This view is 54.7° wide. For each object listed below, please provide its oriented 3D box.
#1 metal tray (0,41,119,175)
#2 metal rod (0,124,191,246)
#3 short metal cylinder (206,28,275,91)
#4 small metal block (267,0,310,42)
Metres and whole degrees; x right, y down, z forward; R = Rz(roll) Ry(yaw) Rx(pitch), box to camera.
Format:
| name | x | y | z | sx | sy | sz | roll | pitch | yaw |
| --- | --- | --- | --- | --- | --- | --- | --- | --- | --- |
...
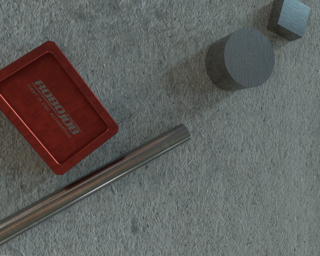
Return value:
| name | x | y | z | sx | sy | sz | roll | pitch | yaw |
| --- | --- | --- | --- | --- | --- | --- | --- | --- | --- |
| metal tray | -0.122 | -0.022 | 0.361 | 0.090 | 0.030 | 0.130 | -39 | 103 | -16 |
| metal rod | -0.093 | 0.072 | 0.375 | 0.302 | 0.025 | 0.025 | -28 | 100 | -18 |
| short metal cylinder | 0.112 | -0.094 | 0.437 | 0.081 | 0.050 | 0.080 | 0 | 90 | -20 |
| small metal block | 0.201 | -0.171 | 0.483 | 0.050 | 0.025 | 0.050 | 19 | 84 | -19 |
